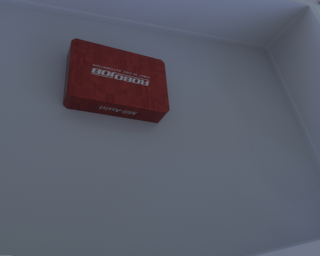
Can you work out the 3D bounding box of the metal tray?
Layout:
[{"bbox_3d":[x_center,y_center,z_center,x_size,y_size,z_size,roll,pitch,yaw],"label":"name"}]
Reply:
[{"bbox_3d":[-0.055,-0.061,0.409,0.131,0.030,0.090,9,58,-24],"label":"metal tray"}]
